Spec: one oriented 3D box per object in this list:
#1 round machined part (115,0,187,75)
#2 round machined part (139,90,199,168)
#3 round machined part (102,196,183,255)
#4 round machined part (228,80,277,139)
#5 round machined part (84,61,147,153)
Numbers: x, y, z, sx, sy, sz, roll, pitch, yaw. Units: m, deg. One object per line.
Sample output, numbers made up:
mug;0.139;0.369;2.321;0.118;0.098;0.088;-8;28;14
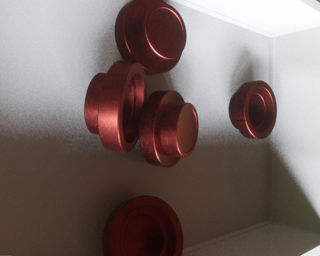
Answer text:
round machined part;-0.004;-0.118;0.394;0.099;0.042;0.097;0;90;-40
round machined part;0.017;0.001;0.391;0.099;0.042;0.097;-13;105;-61
round machined part;-0.024;0.132;0.365;0.099;0.042;0.098;15;63;-32
round machined part;0.155;-0.030;0.528;0.099;0.042;0.097;0;90;-40
round machined part;-0.048;-0.024;0.336;0.098;0.042;0.097;7;91;-79
